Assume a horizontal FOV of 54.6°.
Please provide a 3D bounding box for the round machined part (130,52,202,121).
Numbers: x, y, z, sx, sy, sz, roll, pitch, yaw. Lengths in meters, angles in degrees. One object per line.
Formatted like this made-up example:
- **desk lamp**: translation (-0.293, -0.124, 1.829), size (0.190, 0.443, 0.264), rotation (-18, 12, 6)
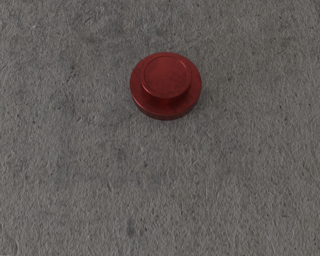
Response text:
- **round machined part**: translation (0.008, -0.063, 0.422), size (0.099, 0.042, 0.098), rotation (0, 70, 0)
